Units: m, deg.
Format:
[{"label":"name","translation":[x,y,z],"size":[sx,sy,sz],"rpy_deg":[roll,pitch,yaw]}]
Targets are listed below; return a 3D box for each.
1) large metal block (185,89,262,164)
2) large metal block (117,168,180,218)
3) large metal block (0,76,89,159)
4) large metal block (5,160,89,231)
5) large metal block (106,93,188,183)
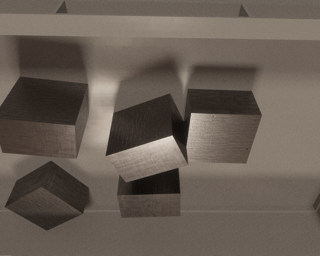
[{"label":"large metal block","translation":[0.073,-0.001,0.393],"size":[0.081,0.050,0.079],"rpy_deg":[2,130,-2]},{"label":"large metal block","translation":[-0.014,0.077,0.439],"size":[0.081,0.080,0.050],"rpy_deg":[-2,130,1]},{"label":"large metal block","translation":[-0.131,-0.013,0.360],"size":[0.081,0.080,0.050],"rpy_deg":[6,130,-5]},{"label":"large metal block","translation":[-0.173,0.107,0.481],"size":[0.080,0.050,0.080],"rpy_deg":[-29,125,22]},{"label":"large metal block","translation":[-0.014,0.011,0.383],"size":[0.080,0.080,0.050],"rpy_deg":[-18,128,14]}]
